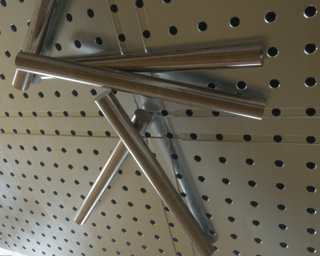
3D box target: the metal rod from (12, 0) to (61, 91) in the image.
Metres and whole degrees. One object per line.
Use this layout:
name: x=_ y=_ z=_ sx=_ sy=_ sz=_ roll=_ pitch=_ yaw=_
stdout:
metal rod: x=-0.140 y=-0.156 z=0.386 sx=0.025 sy=0.025 sz=0.298 roll=41 pitch=129 yaw=0

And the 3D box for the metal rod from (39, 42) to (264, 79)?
metal rod: x=-0.032 y=-0.078 z=0.378 sx=0.301 sy=0.025 sz=0.025 roll=2 pitch=119 yaw=27

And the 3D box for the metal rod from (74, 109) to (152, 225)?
metal rod: x=-0.088 y=0.079 z=0.504 sx=0.025 sy=0.025 sz=0.298 roll=37 pitch=129 yaw=3

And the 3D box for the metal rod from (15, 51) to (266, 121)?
metal rod: x=-0.032 y=-0.053 z=0.367 sx=0.301 sy=0.025 sz=0.025 roll=13 pitch=124 yaw=11

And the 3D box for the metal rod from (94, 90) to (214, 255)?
metal rod: x=0.002 y=0.078 z=0.435 sx=0.025 sy=0.025 sz=0.299 roll=-16 pitch=117 yaw=34
